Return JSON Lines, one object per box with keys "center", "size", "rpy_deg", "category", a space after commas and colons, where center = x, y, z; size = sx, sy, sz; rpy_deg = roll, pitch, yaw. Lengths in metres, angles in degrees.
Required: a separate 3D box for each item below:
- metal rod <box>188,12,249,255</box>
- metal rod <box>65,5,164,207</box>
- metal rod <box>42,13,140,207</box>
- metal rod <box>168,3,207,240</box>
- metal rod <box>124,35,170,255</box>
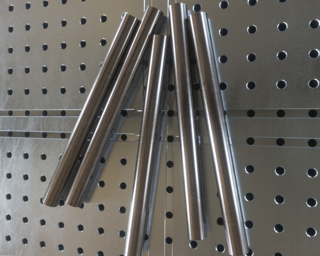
{"center": [0.072, 0.004, 0.387], "size": [0.025, 0.025, 0.299], "rpy_deg": [-11, 86, 20], "category": "metal rod"}
{"center": [-0.067, -0.024, 0.437], "size": [0.025, 0.025, 0.299], "rpy_deg": [27, 99, 18], "category": "metal rod"}
{"center": [-0.102, -0.019, 0.448], "size": [0.025, 0.025, 0.299], "rpy_deg": [29, 99, 17], "category": "metal rod"}
{"center": [0.035, -0.009, 0.400], "size": [0.025, 0.025, 0.298], "rpy_deg": [-5, 88, 20], "category": "metal rod"}
{"center": [-0.017, 0.027, 0.419], "size": [0.025, 0.025, 0.298], "rpy_deg": [9, 93, 20], "category": "metal rod"}
